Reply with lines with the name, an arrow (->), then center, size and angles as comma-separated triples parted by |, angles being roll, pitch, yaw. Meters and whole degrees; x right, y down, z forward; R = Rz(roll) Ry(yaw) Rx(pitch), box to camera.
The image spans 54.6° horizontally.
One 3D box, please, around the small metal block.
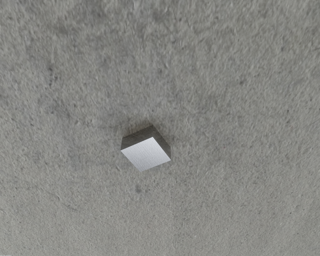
small metal block -> -0.019, 0.029, 0.432 | 0.050, 0.025, 0.050 | -23, 127, 18
